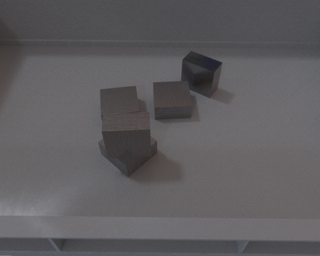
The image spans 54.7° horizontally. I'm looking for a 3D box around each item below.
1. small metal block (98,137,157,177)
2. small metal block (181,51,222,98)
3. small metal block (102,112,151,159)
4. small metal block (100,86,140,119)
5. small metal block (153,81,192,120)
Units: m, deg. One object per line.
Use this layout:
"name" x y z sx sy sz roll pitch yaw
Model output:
"small metal block" -0.039 0.024 0.384 0.050 0.025 0.050 36 59 26
"small metal block" 0.060 -0.078 0.455 0.050 0.050 0.025 26 55 20
"small metal block" -0.036 0.009 0.349 0.050 0.050 0.025 -3 50 -2
"small metal block" -0.055 -0.030 0.430 0.050 0.025 0.050 -6 50 -6
"small metal block" 0.017 -0.040 0.438 0.050 0.025 0.050 -3 50 -3
